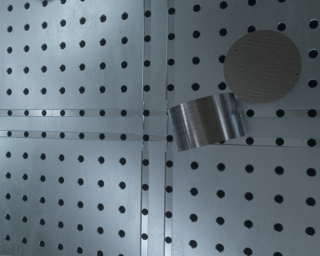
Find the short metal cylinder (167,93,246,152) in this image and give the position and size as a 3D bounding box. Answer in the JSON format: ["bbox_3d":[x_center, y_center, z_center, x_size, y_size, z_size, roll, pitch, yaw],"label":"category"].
[{"bbox_3d":[0.054,-0.006,0.364,0.080,0.080,0.050,-16,85,19],"label":"short metal cylinder"}]

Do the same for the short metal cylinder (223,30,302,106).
[{"bbox_3d":[0.118,-0.066,0.358,0.080,0.050,0.079,0,90,20],"label":"short metal cylinder"}]
